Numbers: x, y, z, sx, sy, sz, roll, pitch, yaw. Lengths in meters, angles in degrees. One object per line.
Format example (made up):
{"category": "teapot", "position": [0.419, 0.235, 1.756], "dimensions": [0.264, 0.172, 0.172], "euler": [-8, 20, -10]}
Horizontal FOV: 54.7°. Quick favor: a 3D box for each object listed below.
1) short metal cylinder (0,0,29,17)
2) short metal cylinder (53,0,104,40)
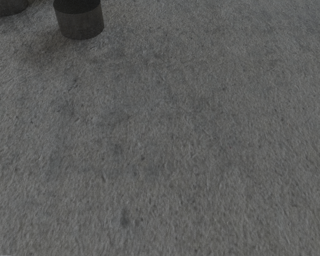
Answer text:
{"category": "short metal cylinder", "position": [-0.305, -0.261, 0.602], "dimensions": [0.081, 0.050, 0.080], "euler": [0, 50, 0]}
{"category": "short metal cylinder", "position": [-0.144, -0.202, 0.555], "dimensions": [0.081, 0.050, 0.080], "euler": [0, 50, 0]}
